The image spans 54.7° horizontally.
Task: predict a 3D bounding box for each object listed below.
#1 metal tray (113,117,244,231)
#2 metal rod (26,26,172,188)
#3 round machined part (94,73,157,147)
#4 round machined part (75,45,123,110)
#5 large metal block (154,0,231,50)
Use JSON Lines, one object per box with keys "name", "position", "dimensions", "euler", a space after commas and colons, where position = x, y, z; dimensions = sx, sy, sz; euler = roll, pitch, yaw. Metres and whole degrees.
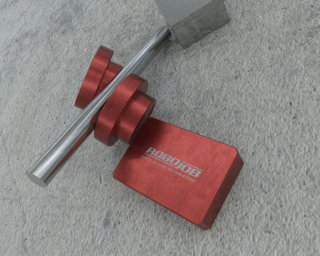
{"name": "metal tray", "position": [0.018, 0.047, 0.361], "dimensions": [0.130, 0.030, 0.090], "euler": [21, 73, 35]}
{"name": "metal rod", "position": [-0.060, -0.049, 0.405], "dimensions": [0.025, 0.025, 0.301], "euler": [8, 47, 31]}
{"name": "round machined part", "position": [-0.039, -0.018, 0.398], "dimensions": [0.042, 0.098, 0.098], "euler": [30, 76, 4]}
{"name": "round machined part", "position": [-0.086, -0.068, 0.456], "dimensions": [0.097, 0.042, 0.098], "euler": [-60, 14, 27]}
{"name": "large metal block", "position": [0.048, -0.180, 0.472], "dimensions": [0.080, 0.050, 0.080], "euler": [-30, 52, 8]}
